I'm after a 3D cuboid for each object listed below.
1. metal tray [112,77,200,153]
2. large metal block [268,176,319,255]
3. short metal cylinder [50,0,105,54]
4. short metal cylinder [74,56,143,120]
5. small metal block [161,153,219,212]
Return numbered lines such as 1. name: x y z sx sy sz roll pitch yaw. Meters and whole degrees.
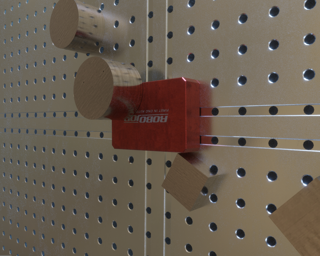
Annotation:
1. metal tray: -0.010 -0.015 0.415 0.130 0.030 0.089 0 90 40
2. large metal block: 0.148 0.082 0.251 0.050 0.081 0.080 -52 60 27
3. short metal cylinder: -0.135 -0.165 0.505 0.080 0.050 0.079 0 90 40
4. short metal cylinder: -0.070 -0.050 0.411 0.080 0.050 0.079 0 90 40
5. small metal block: 0.036 0.064 0.380 0.050 0.025 0.050 37 113 33
